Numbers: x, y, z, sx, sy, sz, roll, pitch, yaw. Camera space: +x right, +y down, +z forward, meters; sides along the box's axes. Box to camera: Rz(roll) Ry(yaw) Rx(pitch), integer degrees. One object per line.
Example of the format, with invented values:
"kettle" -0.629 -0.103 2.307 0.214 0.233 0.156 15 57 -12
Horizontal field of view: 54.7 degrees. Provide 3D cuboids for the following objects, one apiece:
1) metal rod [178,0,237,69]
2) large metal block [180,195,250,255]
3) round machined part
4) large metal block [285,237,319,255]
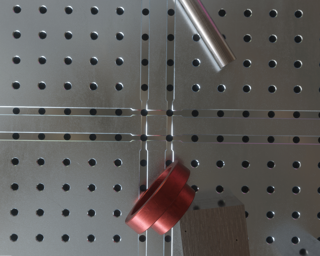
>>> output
"metal rod" 0.013 -0.213 0.413 0.025 0.025 0.299 -32 90 0
"large metal block" 0.067 0.137 0.401 0.080 0.050 0.080 -6 90 0
"round machined part" 0.006 0.089 0.377 0.042 0.098 0.098 41 90 0
"large metal block" 0.214 0.198 0.388 0.050 0.080 0.080 -33 90 0
